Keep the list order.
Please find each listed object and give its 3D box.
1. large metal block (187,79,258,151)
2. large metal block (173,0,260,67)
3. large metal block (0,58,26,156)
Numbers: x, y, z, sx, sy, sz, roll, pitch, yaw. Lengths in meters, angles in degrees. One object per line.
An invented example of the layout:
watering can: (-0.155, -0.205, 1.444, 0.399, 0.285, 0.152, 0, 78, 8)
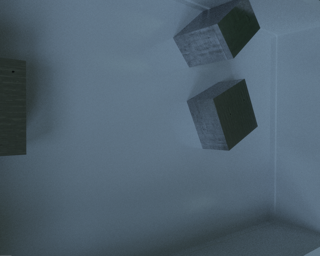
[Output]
large metal block: (0.096, -0.021, 0.471, 0.081, 0.050, 0.080, -32, 110, -35)
large metal block: (0.080, -0.134, 0.437, 0.080, 0.080, 0.050, -48, 119, -29)
large metal block: (-0.160, -0.017, 0.256, 0.081, 0.050, 0.080, 0, 90, -40)
